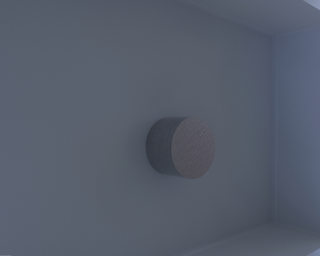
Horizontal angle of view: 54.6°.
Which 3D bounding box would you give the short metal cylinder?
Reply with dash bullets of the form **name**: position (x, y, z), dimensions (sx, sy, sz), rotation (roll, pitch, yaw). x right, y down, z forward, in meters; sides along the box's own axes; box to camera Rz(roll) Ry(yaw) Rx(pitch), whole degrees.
- **short metal cylinder**: position (0.028, 0.025, 0.413), dimensions (0.081, 0.050, 0.080), rotation (0, 90, -40)
